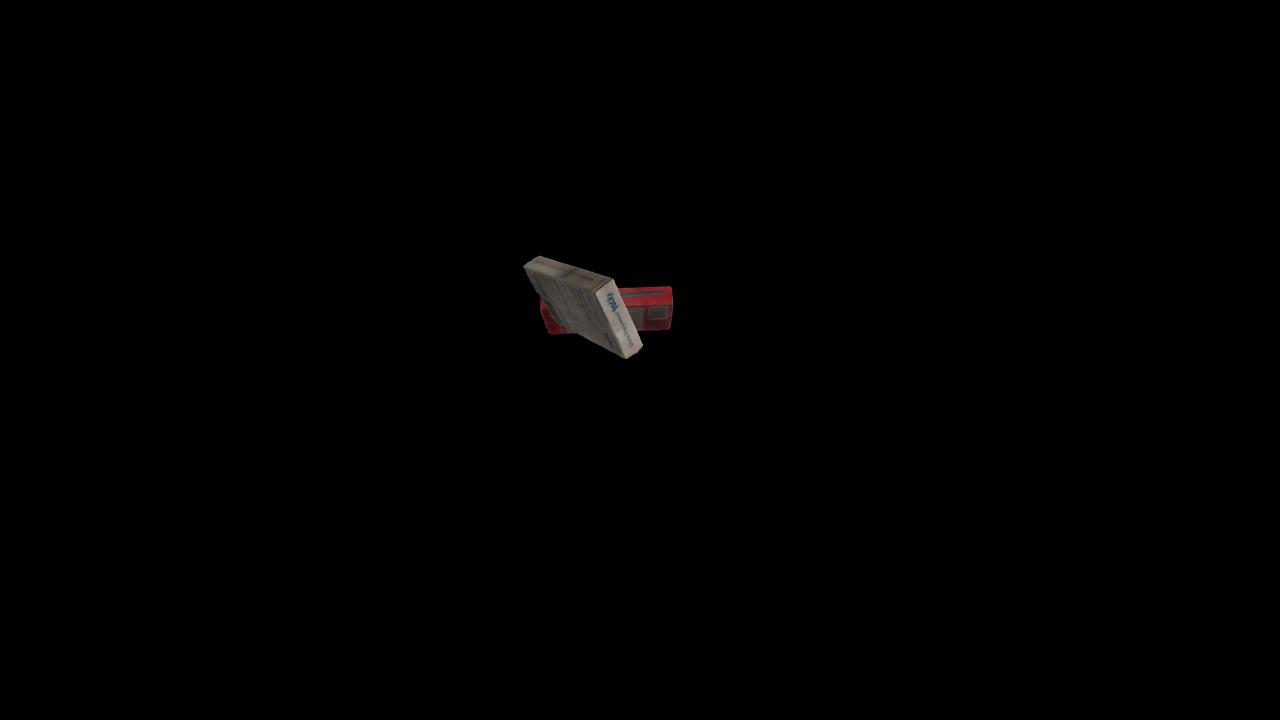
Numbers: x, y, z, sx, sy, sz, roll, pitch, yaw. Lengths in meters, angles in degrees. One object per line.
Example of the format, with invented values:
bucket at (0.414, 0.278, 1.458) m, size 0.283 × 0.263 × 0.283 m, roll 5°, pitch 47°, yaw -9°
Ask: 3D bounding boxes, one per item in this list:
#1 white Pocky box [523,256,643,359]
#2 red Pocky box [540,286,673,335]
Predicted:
white Pocky box at (-0.063, -0.059, 0.642) m, size 0.028 × 0.084 × 0.154 m, roll -39°, pitch 35°, yaw -19°
red Pocky box at (-0.038, -0.060, 0.744) m, size 0.155 × 0.028 × 0.083 m, roll -2°, pitch -17°, yaw -1°
